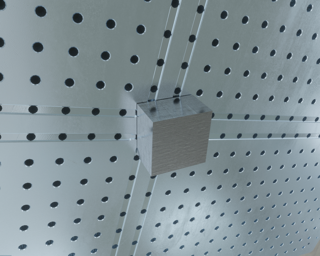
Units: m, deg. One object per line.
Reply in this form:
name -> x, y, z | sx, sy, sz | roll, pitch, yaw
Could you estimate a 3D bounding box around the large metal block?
large metal block -> 0.017, 0.008, 0.407 | 0.081, 0.050, 0.079 | -12, 124, -22
